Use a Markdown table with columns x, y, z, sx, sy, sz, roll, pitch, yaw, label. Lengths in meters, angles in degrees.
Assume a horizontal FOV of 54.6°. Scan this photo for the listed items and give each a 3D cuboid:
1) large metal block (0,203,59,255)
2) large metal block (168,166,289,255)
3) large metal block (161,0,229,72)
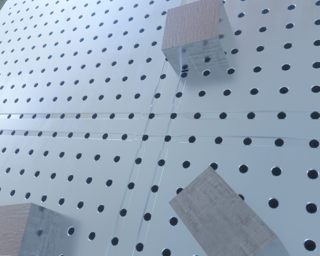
| x | y | z | sx | sy | sz | roll | pitch | yaw | label |
| --- | --- | --- | --- | --- | --- | --- | --- | --- | --- |
| -0.189 | 0.146 | 0.403 | 0.080 | 0.050 | 0.080 | -11 | 57 | 22 | large metal block |
| 0.064 | 0.092 | 0.284 | 0.050 | 0.080 | 0.080 | -42 | 51 | 0 | large metal block |
| 0.053 | -0.135 | 0.448 | 0.080 | 0.050 | 0.080 | -6 | 59 | 25 | large metal block |
